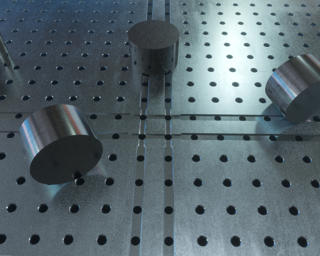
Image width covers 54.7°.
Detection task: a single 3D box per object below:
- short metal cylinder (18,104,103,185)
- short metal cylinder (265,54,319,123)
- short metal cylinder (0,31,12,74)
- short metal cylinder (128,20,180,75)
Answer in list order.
[{"bbox_3d":[-0.113,0.020,0.354,0.081,0.080,0.050,-23,54,-19],"label":"short metal cylinder"},{"bbox_3d":[0.192,-0.052,0.418,0.081,0.080,0.050,-14,52,-12],"label":"short metal cylinder"},{"bbox_3d":[-0.285,-0.121,0.489,0.081,0.050,0.080,0,50,0],"label":"short metal cylinder"},{"bbox_3d":[-0.010,-0.131,0.502,0.081,0.050,0.080,0,50,0],"label":"short metal cylinder"}]
